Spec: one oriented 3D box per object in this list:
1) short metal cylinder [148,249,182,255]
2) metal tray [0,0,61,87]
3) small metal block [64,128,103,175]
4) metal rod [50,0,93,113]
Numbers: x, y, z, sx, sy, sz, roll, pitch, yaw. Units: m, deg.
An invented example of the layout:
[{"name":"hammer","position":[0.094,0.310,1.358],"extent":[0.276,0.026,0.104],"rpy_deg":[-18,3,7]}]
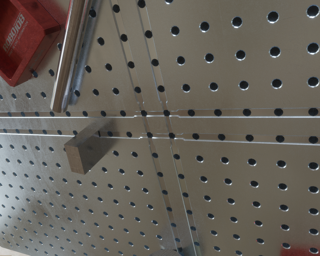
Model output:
[{"name":"short metal cylinder","position":[0.009,0.257,0.530],"extent":[0.080,0.080,0.050],"rpy_deg":[-3,117,30]},{"name":"metal tray","position":[-0.207,-0.129,0.436],"extent":[0.090,0.030,0.129],"rpy_deg":[48,129,-6]},{"name":"small metal block","position":[-0.116,0.036,0.479],"extent":[0.025,0.050,0.050],"rpy_deg":[9,122,24]},{"name":"metal rod","position":[-0.101,-0.135,0.380],"extent":[0.025,0.025,0.298],"rpy_deg":[33,129,7]}]
